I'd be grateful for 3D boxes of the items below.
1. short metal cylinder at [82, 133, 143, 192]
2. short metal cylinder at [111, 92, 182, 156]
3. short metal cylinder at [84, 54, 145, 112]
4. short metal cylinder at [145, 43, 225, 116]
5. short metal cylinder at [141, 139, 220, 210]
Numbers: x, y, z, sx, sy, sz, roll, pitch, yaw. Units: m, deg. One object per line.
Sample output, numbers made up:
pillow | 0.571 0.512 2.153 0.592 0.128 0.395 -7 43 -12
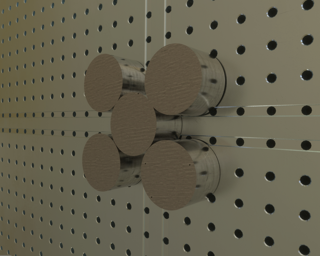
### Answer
short metal cylinder | -0.066 0.047 0.444 0.080 0.050 0.079 0 90 39
short metal cylinder | -0.019 -0.005 0.406 0.080 0.050 0.079 0 90 39
short metal cylinder | -0.063 -0.061 0.442 0.080 0.050 0.079 0 90 39
short metal cylinder | 0.029 -0.054 0.365 0.080 0.050 0.079 0 90 39
short metal cylinder | 0.024 0.053 0.371 0.080 0.050 0.079 0 90 39
